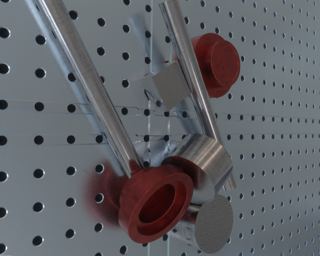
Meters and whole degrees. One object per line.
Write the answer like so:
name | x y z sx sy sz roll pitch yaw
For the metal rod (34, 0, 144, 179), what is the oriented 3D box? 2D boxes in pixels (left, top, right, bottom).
metal rod | -0.088 -0.073 0.335 0.025 0.025 0.299 -37 113 -34

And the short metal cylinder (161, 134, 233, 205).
short metal cylinder | 0.048 0.054 0.411 0.050 0.080 0.080 -44 117 -38

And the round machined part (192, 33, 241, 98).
round machined part | 0.084 -0.095 0.468 0.099 0.042 0.097 0 90 -40

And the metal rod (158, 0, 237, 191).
metal rod | 0.062 -0.033 0.445 0.025 0.025 0.299 -39 118 -33

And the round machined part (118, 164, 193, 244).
round machined part | -0.009 0.086 0.375 0.099 0.042 0.097 -24 131 -32

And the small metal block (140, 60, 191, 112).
small metal block | 0.008 -0.056 0.416 0.050 0.025 0.050 -40 114 -33

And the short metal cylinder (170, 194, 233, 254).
short metal cylinder | 0.060 0.131 0.443 0.081 0.050 0.080 0 90 -40
